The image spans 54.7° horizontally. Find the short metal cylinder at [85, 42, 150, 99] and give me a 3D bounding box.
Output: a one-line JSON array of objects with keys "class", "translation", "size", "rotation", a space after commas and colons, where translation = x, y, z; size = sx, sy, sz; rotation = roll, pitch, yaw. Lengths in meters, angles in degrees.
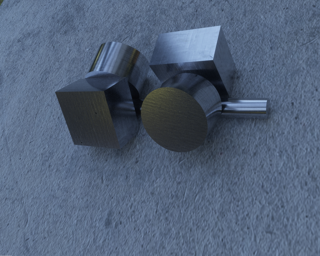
[{"class": "short metal cylinder", "translation": [-0.061, -0.078, 0.449], "size": [0.080, 0.080, 0.050], "rotation": [4, 64, 30]}]

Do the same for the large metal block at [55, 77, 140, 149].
[{"class": "large metal block", "translation": [-0.082, -0.021, 0.418], "size": [0.080, 0.080, 0.050], "rotation": [3, 29, 29]}]

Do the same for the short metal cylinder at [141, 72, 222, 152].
[{"class": "short metal cylinder", "translation": [0.025, -0.019, 0.360], "size": [0.080, 0.080, 0.050], "rotation": [2, 28, 29]}]

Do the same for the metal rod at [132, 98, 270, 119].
[{"class": "metal rod", "translation": [-0.007, -0.028, 0.428], "size": [0.300, 0.025, 0.025], "rotation": [3, 63, 29]}]

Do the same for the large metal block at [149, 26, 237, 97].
[{"class": "large metal block", "translation": [0.045, -0.077, 0.393], "size": [0.080, 0.080, 0.050], "rotation": [2, 63, 29]}]
